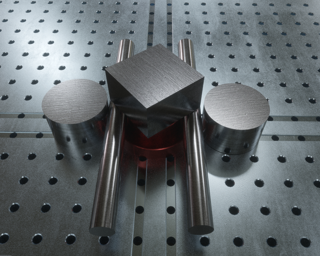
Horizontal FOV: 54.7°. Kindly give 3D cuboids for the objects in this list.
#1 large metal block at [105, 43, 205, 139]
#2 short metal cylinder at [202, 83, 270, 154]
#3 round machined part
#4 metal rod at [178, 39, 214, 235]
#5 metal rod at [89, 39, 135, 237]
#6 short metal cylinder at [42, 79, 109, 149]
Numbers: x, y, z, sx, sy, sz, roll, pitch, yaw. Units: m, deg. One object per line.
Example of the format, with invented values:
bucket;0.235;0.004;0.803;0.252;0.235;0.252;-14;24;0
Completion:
large metal block;-0.007;-0.047;0.369;0.081;0.050;0.080;-31;57;-24
short metal cylinder;0.095;-0.013;0.402;0.080;0.050;0.080;0;50;0
round machined part;-0.007;-0.011;0.406;0.099;0.042;0.098;0;50;0
metal rod;0.040;-0.016;0.394;0.025;0.025;0.300;0;50;0
metal rod;-0.054;-0.015;0.393;0.025;0.025;0.300;0;50;0
short metal cylinder;-0.107;-0.019;0.407;0.080;0.050;0.080;0;50;0
